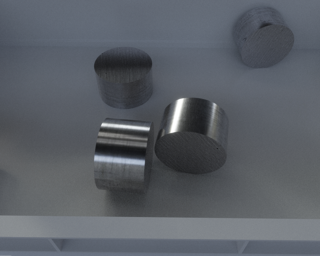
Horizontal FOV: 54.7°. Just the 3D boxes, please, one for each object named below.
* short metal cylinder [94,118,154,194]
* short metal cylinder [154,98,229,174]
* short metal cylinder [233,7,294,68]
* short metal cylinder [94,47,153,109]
[{"bbox_3d":[-0.037,0.030,0.343,0.050,0.080,0.080,5,50,4],"label":"short metal cylinder"},{"bbox_3d":[0.038,0.011,0.360,0.080,0.080,0.050,8,51,7],"label":"short metal cylinder"},{"bbox_3d":[0.162,-0.142,0.489,0.081,0.080,0.050,-5,50,-4],"label":"short metal cylinder"},{"bbox_3d":[-0.051,-0.073,0.450,0.080,0.050,0.080,0,50,0],"label":"short metal cylinder"}]
